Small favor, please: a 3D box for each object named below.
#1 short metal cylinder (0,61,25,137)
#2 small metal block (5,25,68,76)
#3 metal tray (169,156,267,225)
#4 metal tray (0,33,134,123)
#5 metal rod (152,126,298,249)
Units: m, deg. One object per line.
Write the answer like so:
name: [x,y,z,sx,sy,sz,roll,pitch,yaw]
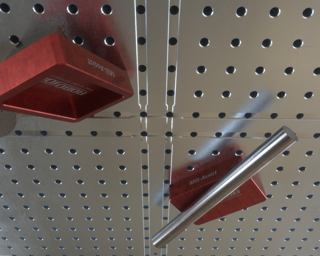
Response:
short metal cylinder: [-0.202,-0.034,0.364,0.081,0.050,0.079,0,130,0]
small metal block: [-0.127,-0.079,0.327,0.050,0.050,0.025,-16,128,13]
metal tray: [0.091,0.104,0.498,0.130,0.030,0.090,-28,125,21]
metal tray: [-0.097,-0.042,0.321,0.090,0.030,0.130,-23,166,18]
metal rod: [0.078,0.102,0.458,0.025,0.025,0.298,26,125,-21]
